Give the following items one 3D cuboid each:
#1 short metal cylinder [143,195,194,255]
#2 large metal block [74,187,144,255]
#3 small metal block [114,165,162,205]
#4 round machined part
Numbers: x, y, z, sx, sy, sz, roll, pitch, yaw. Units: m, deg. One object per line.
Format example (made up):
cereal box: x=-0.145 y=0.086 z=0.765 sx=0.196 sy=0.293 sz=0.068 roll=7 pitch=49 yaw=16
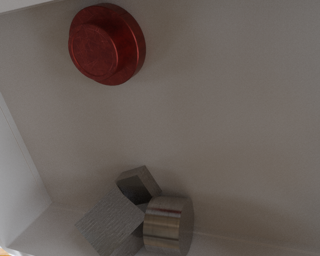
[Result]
short metal cylinder: x=0.015 y=0.140 z=0.448 sx=0.050 sy=0.080 sz=0.079 roll=1 pitch=119 yaw=20
large metal block: x=-0.065 y=0.149 z=0.463 sx=0.080 sy=0.080 sz=0.050 roll=31 pitch=154 yaw=38
small metal block: x=-0.034 y=0.090 z=0.481 sx=0.050 sy=0.025 sz=0.050 roll=-22 pitch=107 yaw=36
round machined part: x=-0.070 y=-0.096 z=0.374 sx=0.098 sy=0.042 sz=0.097 roll=13 pitch=124 yaw=20
